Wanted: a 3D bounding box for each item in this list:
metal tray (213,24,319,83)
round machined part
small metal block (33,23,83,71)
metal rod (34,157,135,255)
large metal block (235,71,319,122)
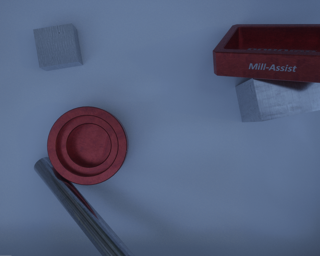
[{"bbox_3d":[0.137,-0.090,0.357,0.130,0.090,0.030,9,130,25],"label":"metal tray"},{"bbox_3d":[-0.090,0.022,0.402,0.099,0.042,0.097,0,90,-1],"label":"round machined part"},{"bbox_3d":[-0.134,-0.106,0.410,0.050,0.025,0.050,-9,90,-1],"label":"small metal block"},{"bbox_3d":[-0.054,0.129,0.336,0.300,0.025,0.025,38,90,30],"label":"metal rod"},{"bbox_3d":[0.148,-0.040,0.386,0.080,0.080,0.050,-11,90,0],"label":"large metal block"}]
